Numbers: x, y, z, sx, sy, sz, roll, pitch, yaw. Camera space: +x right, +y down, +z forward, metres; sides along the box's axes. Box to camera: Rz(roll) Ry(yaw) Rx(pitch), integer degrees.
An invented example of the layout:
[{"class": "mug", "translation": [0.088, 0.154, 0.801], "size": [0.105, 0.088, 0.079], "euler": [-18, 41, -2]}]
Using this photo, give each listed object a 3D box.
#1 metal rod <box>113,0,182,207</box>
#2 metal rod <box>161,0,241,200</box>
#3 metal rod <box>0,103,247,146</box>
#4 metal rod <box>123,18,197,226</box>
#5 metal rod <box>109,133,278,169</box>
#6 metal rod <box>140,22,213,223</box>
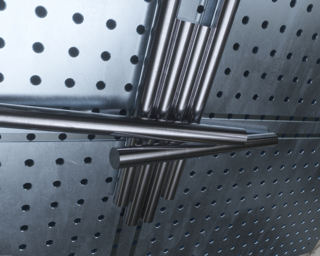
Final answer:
[{"class": "metal rod", "translation": [-0.020, -0.026, 0.383], "size": [0.025, 0.025, 0.298], "euler": [1, 118, -29]}, {"class": "metal rod", "translation": [0.048, -0.028, 0.418], "size": [0.025, 0.025, 0.298], "euler": [1, 118, -29]}, {"class": "metal rod", "translation": [-0.031, -0.001, 0.363], "size": [0.302, 0.025, 0.025], "euler": [5, 116, -21]}, {"class": "metal rod", "translation": [-0.008, 0.009, 0.411], "size": [0.025, 0.025, 0.298], "euler": [1, 118, -29]}, {"class": "metal rod", "translation": [0.070, 0.027, 0.438], "size": [0.302, 0.025, 0.025], "euler": [-3, 120, -37]}, {"class": "metal rod", "translation": [0.014, 0.010, 0.425], "size": [0.025, 0.025, 0.298], "euler": [1, 118, -29]}]
